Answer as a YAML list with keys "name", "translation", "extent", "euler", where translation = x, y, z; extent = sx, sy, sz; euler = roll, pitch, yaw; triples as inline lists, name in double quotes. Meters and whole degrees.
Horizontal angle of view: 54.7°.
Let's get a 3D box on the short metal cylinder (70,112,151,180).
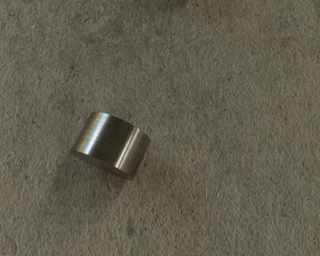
- name: "short metal cylinder"
  translation: [-0.058, 0.023, 0.370]
  extent: [0.080, 0.080, 0.050]
  euler: [21, 72, 7]
